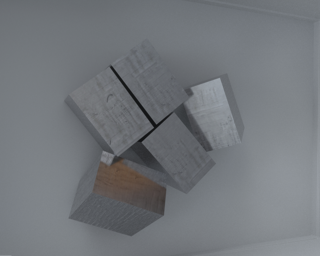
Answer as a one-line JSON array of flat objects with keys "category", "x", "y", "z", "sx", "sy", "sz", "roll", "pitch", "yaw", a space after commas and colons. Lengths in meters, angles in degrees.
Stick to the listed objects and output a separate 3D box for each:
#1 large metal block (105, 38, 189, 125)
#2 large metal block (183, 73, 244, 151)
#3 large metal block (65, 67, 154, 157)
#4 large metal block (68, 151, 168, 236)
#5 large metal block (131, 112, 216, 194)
[{"category": "large metal block", "x": -0.023, "y": -0.051, "z": 0.372, "sx": 0.050, "sy": 0.080, "sz": 0.080, "roll": -41, "pitch": 103, "yaw": -16}, {"category": "large metal block", "x": 0.071, "y": -0.022, "z": 0.400, "sx": 0.050, "sy": 0.080, "sz": 0.080, "roll": -17, "pitch": 98, "yaw": 21}, {"category": "large metal block", "x": -0.062, "y": -0.017, "z": 0.358, "sx": 0.050, "sy": 0.080, "sz": 0.080, "roll": -39, "pitch": 103, "yaw": -16}, {"category": "large metal block", "x": -0.048, "y": 0.079, "z": 0.356, "sx": 0.080, "sy": 0.080, "sz": 0.050, "roll": 23, "pitch": 48, "yaw": -19}, {"category": "large metal block", "x": 0.009, "y": 0.028, "z": 0.384, "sx": 0.050, "sy": 0.080, "sz": 0.080, "roll": -44, "pitch": 104, "yaw": -15}]
